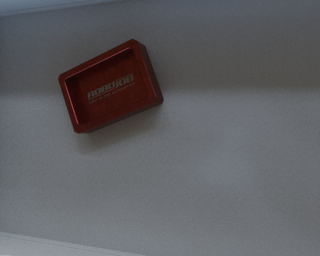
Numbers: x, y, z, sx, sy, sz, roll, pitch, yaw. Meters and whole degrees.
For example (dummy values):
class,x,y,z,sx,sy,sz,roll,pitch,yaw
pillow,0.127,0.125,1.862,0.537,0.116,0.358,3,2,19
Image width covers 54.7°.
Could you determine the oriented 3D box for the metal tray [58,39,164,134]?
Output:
class,x,y,z,sx,sy,sz,roll,pitch,yaw
metal tray,-0.070,-0.054,0.431,0.130,0.030,0.090,-21,83,18
